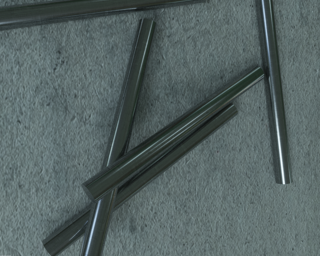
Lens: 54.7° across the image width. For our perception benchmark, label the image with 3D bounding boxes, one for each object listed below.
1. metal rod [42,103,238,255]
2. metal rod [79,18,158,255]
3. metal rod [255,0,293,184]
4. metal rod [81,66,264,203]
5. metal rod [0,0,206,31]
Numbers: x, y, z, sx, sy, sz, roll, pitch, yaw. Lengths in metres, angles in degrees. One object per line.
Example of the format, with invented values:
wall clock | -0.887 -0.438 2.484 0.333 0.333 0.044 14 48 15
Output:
metal rod | -0.013 0.057 0.405 0.301 0.025 0.025 -36 102 -17
metal rod | -0.047 0.007 0.375 0.025 0.025 0.299 17 78 -20
metal rod | 0.174 -0.063 0.475 0.025 0.025 0.298 -8 93 -20
metal rod | 0.035 -0.007 0.395 0.302 0.025 0.025 -34 102 -28
metal rod | -0.077 -0.149 0.380 0.302 0.025 0.025 -16 96 -20
